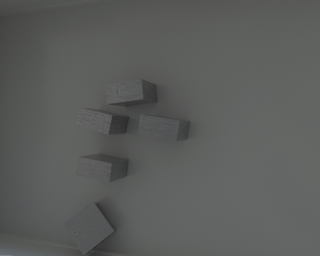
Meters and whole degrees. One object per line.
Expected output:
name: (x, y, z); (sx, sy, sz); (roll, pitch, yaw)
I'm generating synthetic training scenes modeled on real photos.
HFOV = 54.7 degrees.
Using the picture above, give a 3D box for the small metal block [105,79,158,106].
small metal block: (-0.036, -0.045, 0.409); (0.050, 0.050, 0.025); (-6, 88, 19)

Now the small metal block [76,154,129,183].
small metal block: (-0.077, 0.053, 0.423); (0.050, 0.050, 0.025); (8, 93, 19)

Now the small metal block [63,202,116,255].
small metal block: (-0.097, 0.139, 0.433); (0.050, 0.025, 0.050); (-37, 77, -10)

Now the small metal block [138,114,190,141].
small metal block: (0.006, -0.001, 0.394); (0.050, 0.050, 0.025); (10, 94, 19)

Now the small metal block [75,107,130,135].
small metal block: (-0.077, -0.009, 0.423); (0.050, 0.050, 0.025); (14, 95, 19)
